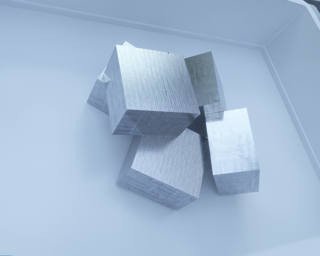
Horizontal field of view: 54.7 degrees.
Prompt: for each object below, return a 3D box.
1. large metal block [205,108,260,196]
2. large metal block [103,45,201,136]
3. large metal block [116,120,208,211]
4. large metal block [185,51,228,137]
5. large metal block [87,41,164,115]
[{"bbox_3d":[0.091,0.033,0.391,0.050,0.080,0.080,-9,59,11],"label":"large metal block"},{"bbox_3d":[-0.012,-0.039,0.340,0.081,0.050,0.080,2,60,-26],"label":"large metal block"},{"bbox_3d":[0.005,0.039,0.364,0.080,0.050,0.080,27,52,-12],"label":"large metal block"},{"bbox_3d":[0.059,-0.042,0.419,0.080,0.050,0.080,53,29,-55],"label":"large metal block"},{"bbox_3d":[-0.035,-0.053,0.403,0.080,0.050,0.080,32,51,-8],"label":"large metal block"}]
